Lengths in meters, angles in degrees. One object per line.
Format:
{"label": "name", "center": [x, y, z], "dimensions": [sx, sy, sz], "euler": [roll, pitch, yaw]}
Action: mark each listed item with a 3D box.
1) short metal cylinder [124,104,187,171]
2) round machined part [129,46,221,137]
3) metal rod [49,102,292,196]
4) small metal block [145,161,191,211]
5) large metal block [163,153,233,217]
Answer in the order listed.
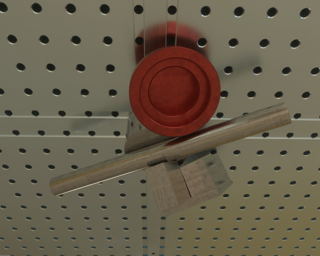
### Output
{"label": "short metal cylinder", "center": [-0.004, 0.013, 0.406], "dimensions": [0.081, 0.050, 0.079], "euler": [0, 130, 0]}
{"label": "round machined part", "center": [0.015, -0.043, 0.349], "dimensions": [0.099, 0.042, 0.097], "euler": [-2, 108, -6]}
{"label": "metal rod", "center": [0.000, 0.031, 0.371], "dimensions": [0.301, 0.025, 0.025], "euler": [-19, 128, 15]}
{"label": "small metal block", "center": [0.010, 0.068, 0.373], "dimensions": [0.025, 0.050, 0.050], "euler": [-23, 169, 18]}
{"label": "large metal block", "center": [0.046, 0.077, 0.431], "dimensions": [0.080, 0.050, 0.080], "euler": [-28, 170, 22]}
